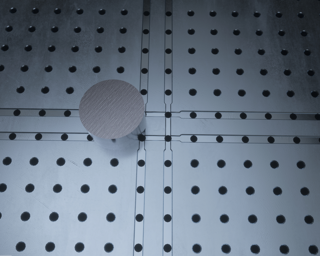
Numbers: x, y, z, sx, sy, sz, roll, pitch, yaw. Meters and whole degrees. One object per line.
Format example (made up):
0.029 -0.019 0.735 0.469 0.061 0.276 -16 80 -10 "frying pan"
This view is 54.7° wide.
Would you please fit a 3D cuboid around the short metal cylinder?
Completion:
-0.059 -0.016 0.404 0.081 0.050 0.080 0 70 -1 "short metal cylinder"
